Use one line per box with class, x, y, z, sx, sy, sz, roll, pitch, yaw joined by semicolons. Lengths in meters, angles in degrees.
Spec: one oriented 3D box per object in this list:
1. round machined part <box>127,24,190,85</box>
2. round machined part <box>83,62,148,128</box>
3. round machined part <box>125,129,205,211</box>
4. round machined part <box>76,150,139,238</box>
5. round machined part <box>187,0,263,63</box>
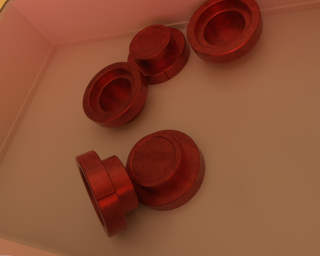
round machined part;-0.008;-0.118;0.471;0.098;0.042;0.098;-13;56;21
round machined part;-0.060;-0.044;0.451;0.098;0.042;0.098;-13;59;23
round machined part;0.000;0.044;0.368;0.098;0.042;0.098;-13;56;21
round machined part;-0.058;0.070;0.354;0.042;0.097;0.098;-22;48;-19
round machined part;0.090;-0.130;0.422;0.098;0.042;0.098;-10;65;24
